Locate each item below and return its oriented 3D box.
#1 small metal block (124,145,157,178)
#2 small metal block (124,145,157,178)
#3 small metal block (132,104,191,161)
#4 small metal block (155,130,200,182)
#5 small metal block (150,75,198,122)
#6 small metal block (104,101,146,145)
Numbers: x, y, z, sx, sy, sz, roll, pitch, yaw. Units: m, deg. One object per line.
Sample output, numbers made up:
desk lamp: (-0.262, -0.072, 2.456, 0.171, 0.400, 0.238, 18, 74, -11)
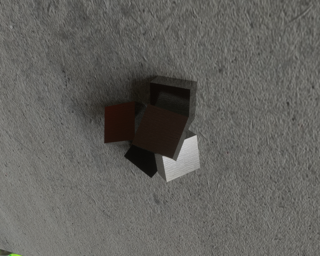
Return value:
small metal block: (-0.015, 0.035, 0.436, 0.050, 0.025, 0.050, 39, 129, 2)
small metal block: (-0.015, 0.035, 0.436, 0.050, 0.025, 0.050, 39, 129, 1)
small metal block: (0.003, 0.006, 0.359, 0.050, 0.025, 0.050, 20, 82, 16)
small metal block: (0.022, 0.034, 0.398, 0.025, 0.050, 0.050, 38, 143, 55)
small metal block: (0.016, -0.033, 0.378, 0.050, 0.025, 0.050, 13, 124, 20)
small metal block: (-0.046, -0.005, 0.412, 0.050, 0.025, 0.050, -8, 77, 31)
